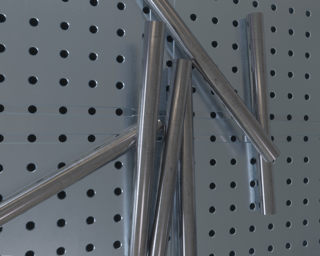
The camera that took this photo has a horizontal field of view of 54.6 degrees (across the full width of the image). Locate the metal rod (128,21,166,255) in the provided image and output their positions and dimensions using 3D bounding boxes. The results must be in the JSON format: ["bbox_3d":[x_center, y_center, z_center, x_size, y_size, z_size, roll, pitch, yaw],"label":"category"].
[{"bbox_3d":[-0.018,0.025,0.380,0.025,0.025,0.298,2,99,-20],"label":"metal rod"}]

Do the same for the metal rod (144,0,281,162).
[{"bbox_3d":[0.069,-0.075,0.424,0.025,0.025,0.300,-41,98,-15],"label":"metal rod"}]

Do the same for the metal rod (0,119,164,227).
[{"bbox_3d":[-0.126,0.066,0.366,0.302,0.025,0.025,-30,100,-18],"label":"metal rod"}]

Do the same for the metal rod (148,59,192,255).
[{"bbox_3d":[0.010,0.062,0.403,0.025,0.025,0.298,6,93,-20],"label":"metal rod"}]

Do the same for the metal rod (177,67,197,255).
[{"bbox_3d":[0.035,0.062,0.425,0.025,0.025,0.298,-2,91,-20],"label":"metal rod"}]

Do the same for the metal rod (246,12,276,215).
[{"bbox_3d":[0.153,-0.020,0.468,0.025,0.025,0.298,-5,92,-20],"label":"metal rod"}]
